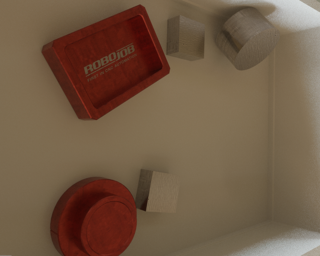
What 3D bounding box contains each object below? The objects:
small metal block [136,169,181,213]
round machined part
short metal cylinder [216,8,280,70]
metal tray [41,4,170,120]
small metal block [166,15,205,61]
[{"bbox_3d":[-0.002,0.083,0.407,0.050,0.025,0.050,16,80,-39],"label":"small metal block"},{"bbox_3d":[-0.065,0.106,0.343,0.099,0.042,0.097,0,90,-40],"label":"round machined part"},{"bbox_3d":[0.135,-0.136,0.478,0.081,0.080,0.050,-7,55,-40],"label":"short metal cylinder"},{"bbox_3d":[-0.054,-0.077,0.358,0.131,0.030,0.090,-38,114,-34],"label":"metal tray"},{"bbox_3d":[0.037,-0.126,0.439,0.050,0.025,0.050,3,88,-40],"label":"small metal block"}]
